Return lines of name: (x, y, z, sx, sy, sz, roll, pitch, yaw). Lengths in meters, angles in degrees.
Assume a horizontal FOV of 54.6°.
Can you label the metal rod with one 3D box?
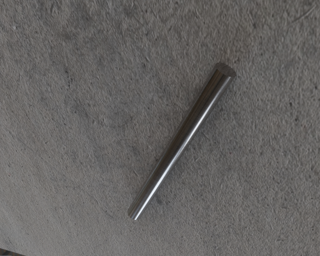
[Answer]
metal rod: (0.014, 0.040, 0.424, 0.025, 0.025, 0.298, 34, 129, 6)
